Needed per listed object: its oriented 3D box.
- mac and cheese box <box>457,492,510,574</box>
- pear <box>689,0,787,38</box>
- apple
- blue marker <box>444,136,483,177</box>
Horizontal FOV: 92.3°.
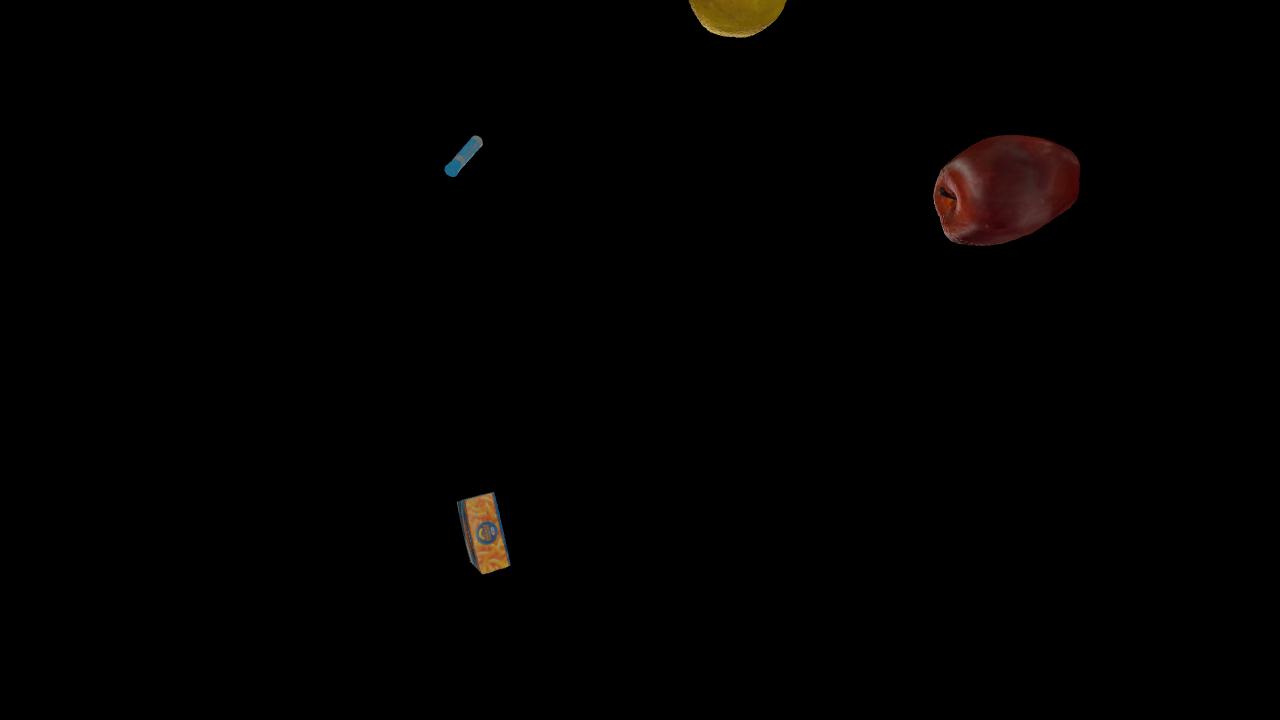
[{"bbox_3d":[-0.211,0.226,0.816,0.041,0.093,0.184,-11,-10,-21],"label":"mac and cheese box"},{"bbox_3d":[0.077,-0.296,0.461,0.080,0.080,0.111,0,-5,1],"label":"pear"},{"bbox_3d":[0.254,-0.120,0.431,0.093,0.079,0.079,-8,0,-3],"label":"apple"},{"bbox_3d":[-0.257,-0.298,0.898,0.020,0.020,0.121,0,39,8],"label":"blue marker"}]
